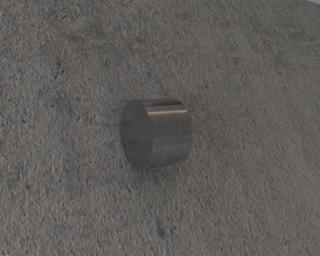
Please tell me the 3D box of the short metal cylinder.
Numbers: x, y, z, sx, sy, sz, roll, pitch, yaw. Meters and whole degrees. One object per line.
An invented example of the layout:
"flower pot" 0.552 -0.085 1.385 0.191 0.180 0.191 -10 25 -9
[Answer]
"short metal cylinder" -0.006 0.006 0.361 0.050 0.080 0.080 -5 64 -31
